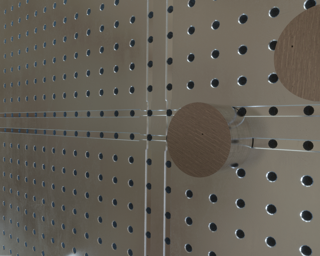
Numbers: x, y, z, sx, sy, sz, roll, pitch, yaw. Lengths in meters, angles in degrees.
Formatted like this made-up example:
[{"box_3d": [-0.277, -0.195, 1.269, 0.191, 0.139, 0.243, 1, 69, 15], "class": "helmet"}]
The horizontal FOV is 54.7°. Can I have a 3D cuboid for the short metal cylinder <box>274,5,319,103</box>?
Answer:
[{"box_3d": [0.149, -0.062, 0.270, 0.080, 0.050, 0.079, 0, 90, 40], "class": "short metal cylinder"}]

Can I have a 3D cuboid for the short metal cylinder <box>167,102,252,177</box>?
[{"box_3d": [0.055, 0.012, 0.348, 0.080, 0.050, 0.079, 0, 90, 40], "class": "short metal cylinder"}]
